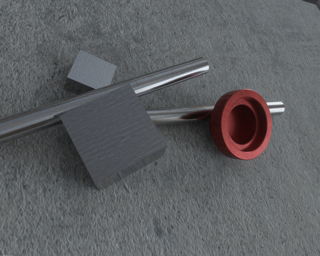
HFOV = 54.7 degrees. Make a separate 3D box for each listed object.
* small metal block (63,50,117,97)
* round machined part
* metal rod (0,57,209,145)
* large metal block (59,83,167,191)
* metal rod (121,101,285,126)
[{"bbox_3d":[-0.089,-0.065,0.397,0.050,0.025,0.050,22,53,-15],"label":"small metal block"},{"bbox_3d":[0.109,-0.005,0.440,0.099,0.042,0.097,0,90,-31],"label":"round machined part"},{"bbox_3d":[-0.060,-0.038,0.368,0.302,0.025,0.025,-23,74,-30],"label":"metal rod"},{"bbox_3d":[-0.049,0.011,0.338,0.080,0.050,0.080,-28,76,-13],"label":"large metal block"},{"bbox_3d":[0.077,-0.022,0.460,0.303,0.025,0.025,-5,65,-31],"label":"metal rod"}]
